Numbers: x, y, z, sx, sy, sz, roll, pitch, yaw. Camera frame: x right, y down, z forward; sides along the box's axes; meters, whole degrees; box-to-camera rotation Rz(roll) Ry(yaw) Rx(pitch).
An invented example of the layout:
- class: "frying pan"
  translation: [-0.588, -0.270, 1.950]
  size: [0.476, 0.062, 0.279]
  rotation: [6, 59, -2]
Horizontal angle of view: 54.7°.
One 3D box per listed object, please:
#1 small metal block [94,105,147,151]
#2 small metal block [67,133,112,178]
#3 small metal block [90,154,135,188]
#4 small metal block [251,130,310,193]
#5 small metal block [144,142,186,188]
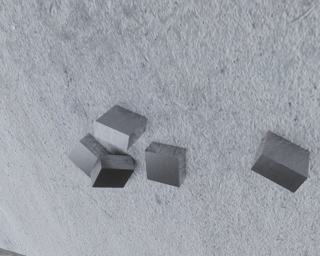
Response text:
- class: "small metal block"
  translation: [-0.052, -0.002, 0.417]
  size: [0.050, 0.050, 0.025]
  rotation: [23, 127, 14]
- class: "small metal block"
  translation: [-0.112, 0.044, 0.494]
  size: [0.050, 0.025, 0.050]
  rotation: [43, 129, -2]
- class: "small metal block"
  translation: [-0.073, 0.066, 0.469]
  size: [0.050, 0.025, 0.050]
  rotation: [7, 135, -27]
- class: "small metal block"
  translation: [0.134, 0.036, 0.342]
  size: [0.050, 0.050, 0.025]
  rotation: [29, 128, 10]
- class: "small metal block"
  translation: [0.008, 0.051, 0.434]
  size: [0.050, 0.025, 0.050]
  rotation: [10, 123, 22]
